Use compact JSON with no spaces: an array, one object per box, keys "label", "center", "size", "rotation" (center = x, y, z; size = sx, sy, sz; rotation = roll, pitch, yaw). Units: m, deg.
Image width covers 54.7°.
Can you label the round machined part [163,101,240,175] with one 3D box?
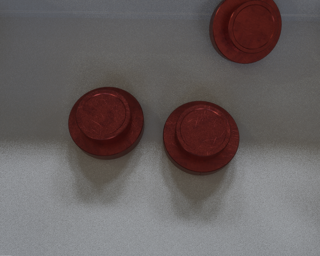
[{"label":"round machined part","center":[0.053,0.009,0.397],"size":[0.099,0.042,0.098],"rotation":[0,70,0]}]

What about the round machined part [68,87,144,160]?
[{"label":"round machined part","center":[-0.071,-0.011,0.404],"size":[0.099,0.042,0.098],"rotation":[0,70,0]}]

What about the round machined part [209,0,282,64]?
[{"label":"round machined part","center":[0.121,-0.138,0.426],"size":[0.099,0.042,0.097],"rotation":[-2,106,-6]}]
